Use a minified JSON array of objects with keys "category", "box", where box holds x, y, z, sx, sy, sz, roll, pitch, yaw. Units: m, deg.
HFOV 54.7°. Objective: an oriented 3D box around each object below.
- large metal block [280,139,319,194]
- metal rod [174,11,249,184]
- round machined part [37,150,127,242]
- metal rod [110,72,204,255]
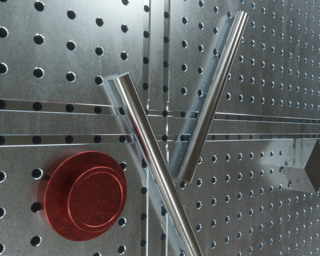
[{"category":"large metal block","box":[0.306,0.079,0.654,0.080,0.050,0.080,-52,121,-27]},{"category":"metal rod","box":[0.085,-0.058,0.483,0.025,0.025,0.299,35,69,-35]},{"category":"round machined part","box":[-0.076,0.074,0.336,0.099,0.042,0.097,0,90,-40]},{"category":"metal rod","box":[0.005,0.070,0.415,0.025,0.025,0.298,-34,111,-35]}]
